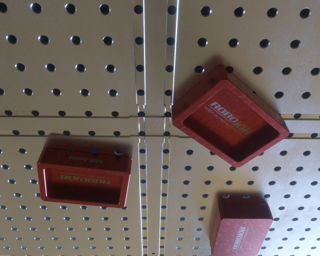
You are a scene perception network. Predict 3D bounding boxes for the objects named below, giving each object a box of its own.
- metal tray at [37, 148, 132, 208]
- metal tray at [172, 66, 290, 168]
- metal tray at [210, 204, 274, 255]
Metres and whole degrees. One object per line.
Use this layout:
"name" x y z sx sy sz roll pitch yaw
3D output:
"metal tray" -0.114 0.079 0.473 0.131 0.030 0.089 7 130 -7
"metal tray" 0.091 -0.009 0.402 0.130 0.030 0.090 34 122 -26
"metal tray" 0.147 0.192 0.574 0.091 0.030 0.129 1 130 -1
